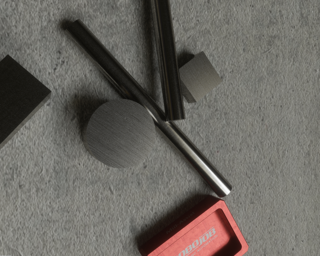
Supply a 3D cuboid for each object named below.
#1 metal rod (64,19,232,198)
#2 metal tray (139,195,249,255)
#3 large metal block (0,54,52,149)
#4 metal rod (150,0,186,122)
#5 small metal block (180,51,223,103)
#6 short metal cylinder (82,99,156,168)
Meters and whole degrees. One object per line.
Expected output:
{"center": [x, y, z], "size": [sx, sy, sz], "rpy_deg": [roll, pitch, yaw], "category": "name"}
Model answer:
{"center": [-0.006, -0.016, 0.407], "size": [0.025, 0.025, 0.300], "rpy_deg": [-47, 105, -14], "category": "metal rod"}
{"center": [0.049, 0.166, 0.426], "size": [0.131, 0.030, 0.090], "rpy_deg": [-32, 101, -18], "category": "metal tray"}
{"center": [-0.161, -0.022, 0.320], "size": [0.050, 0.080, 0.080], "rpy_deg": [43, 76, -15], "category": "large metal block"}
{"center": [0.001, -0.157, 0.397], "size": [0.025, 0.025, 0.298], "rpy_deg": [-7, 88, -20], "category": "metal rod"}
{"center": [0.049, -0.070, 0.428], "size": [0.050, 0.025, 0.050], "rpy_deg": [-40, 103, -16], "category": "small metal block"}
{"center": [-0.052, 0.006, 0.377], "size": [0.081, 0.050, 0.079], "rpy_deg": [0, 90, -21], "category": "short metal cylinder"}
